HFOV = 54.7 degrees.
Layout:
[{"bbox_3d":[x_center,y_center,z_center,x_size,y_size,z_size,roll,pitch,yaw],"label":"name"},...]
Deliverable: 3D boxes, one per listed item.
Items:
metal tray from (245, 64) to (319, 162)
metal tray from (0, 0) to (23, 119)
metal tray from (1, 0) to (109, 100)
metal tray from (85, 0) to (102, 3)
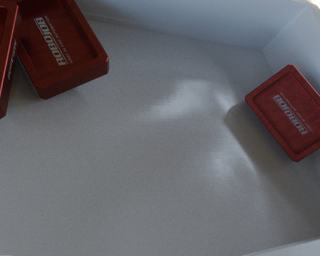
[{"bbox_3d":[0.210,-0.023,0.490,0.130,0.090,0.030,55,15,11],"label":"metal tray"},{"bbox_3d":[-0.200,-0.076,0.318,0.091,0.030,0.130,4,67,-12],"label":"metal tray"},{"bbox_3d":[-0.131,-0.109,0.379,0.091,0.030,0.130,-27,76,-17],"label":"metal tray"},{"bbox_3d":[-0.153,-0.246,0.472,0.131,0.030,0.090,2,61,-27],"label":"metal tray"}]
